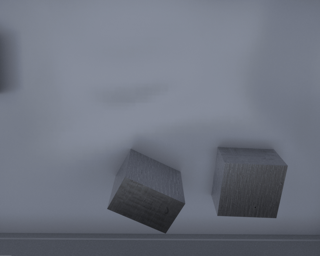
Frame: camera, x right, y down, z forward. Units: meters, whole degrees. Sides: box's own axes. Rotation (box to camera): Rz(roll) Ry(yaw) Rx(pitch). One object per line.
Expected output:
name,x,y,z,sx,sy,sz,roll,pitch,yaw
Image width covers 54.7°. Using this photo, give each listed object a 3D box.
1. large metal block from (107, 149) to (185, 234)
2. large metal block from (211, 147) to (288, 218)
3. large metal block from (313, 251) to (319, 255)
large metal block,-0.017,0.081,0.412,0.080,0.080,0.050,26,108,-10
large metal block,0.119,0.074,0.427,0.081,0.050,0.079,3,110,-2
large metal block,0.257,0.262,0.501,0.080,0.050,0.080,-39,106,13
